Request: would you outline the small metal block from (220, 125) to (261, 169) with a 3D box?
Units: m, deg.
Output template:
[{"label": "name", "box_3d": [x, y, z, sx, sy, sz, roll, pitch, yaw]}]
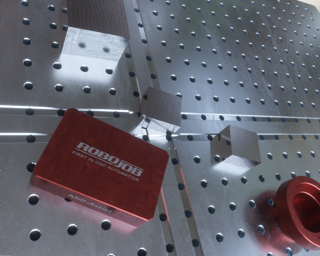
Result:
[{"label": "small metal block", "box_3d": [0.118, 0.028, 0.457, 0.050, 0.025, 0.050, 16, 55, -20]}]

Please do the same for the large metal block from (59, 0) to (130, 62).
[{"label": "large metal block", "box_3d": [-0.093, -0.145, 0.432, 0.081, 0.050, 0.080, 3, 61, -27]}]

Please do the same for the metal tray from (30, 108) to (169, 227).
[{"label": "metal tray", "box_3d": [-0.061, 0.043, 0.346, 0.131, 0.030, 0.090, 26, 52, -13]}]

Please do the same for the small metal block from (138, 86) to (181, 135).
[{"label": "small metal block", "box_3d": [0.001, -0.023, 0.424, 0.050, 0.025, 0.050, 17, 55, -19]}]

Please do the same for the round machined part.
[{"label": "round machined part", "box_3d": [0.201, 0.120, 0.435, 0.099, 0.042, 0.098, 14, 56, -21]}]
